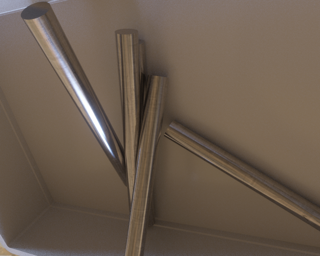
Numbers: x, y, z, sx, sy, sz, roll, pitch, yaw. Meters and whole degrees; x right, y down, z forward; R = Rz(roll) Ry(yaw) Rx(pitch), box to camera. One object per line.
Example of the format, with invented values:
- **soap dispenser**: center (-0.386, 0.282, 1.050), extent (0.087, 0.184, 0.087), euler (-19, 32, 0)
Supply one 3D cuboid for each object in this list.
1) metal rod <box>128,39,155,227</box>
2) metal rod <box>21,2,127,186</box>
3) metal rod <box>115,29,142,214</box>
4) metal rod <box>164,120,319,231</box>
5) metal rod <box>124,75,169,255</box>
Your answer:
- **metal rod**: center (-0.026, 0.027, 0.438), extent (0.025, 0.025, 0.298), euler (11, 123, 22)
- **metal rod**: center (-0.073, -0.007, 0.369), extent (0.025, 0.025, 0.299), euler (12, 147, 21)
- **metal rod**: center (-0.035, 0.024, 0.408), extent (0.025, 0.025, 0.298), euler (13, 124, 21)
- **metal rod**: center (0.139, 0.078, 0.383), extent (0.301, 0.025, 0.025), euler (31, 129, 7)
- **metal rod**: center (-0.022, 0.084, 0.393), extent (0.025, 0.025, 0.298), euler (11, 98, 22)
